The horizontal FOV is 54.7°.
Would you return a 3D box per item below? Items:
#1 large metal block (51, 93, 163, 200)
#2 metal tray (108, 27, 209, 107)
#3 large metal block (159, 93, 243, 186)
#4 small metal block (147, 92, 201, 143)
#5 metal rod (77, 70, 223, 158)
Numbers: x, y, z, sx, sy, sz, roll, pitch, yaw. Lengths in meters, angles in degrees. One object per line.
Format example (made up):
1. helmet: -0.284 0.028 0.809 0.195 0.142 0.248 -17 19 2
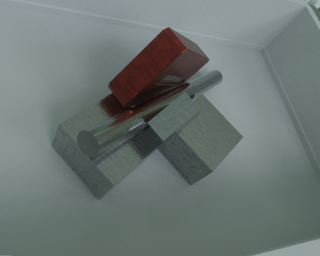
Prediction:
1. large metal block: -0.058 0.018 0.344 0.080 0.050 0.080 47 51 5
2. metal tray: 0.005 -0.068 0.373 0.030 0.090 0.131 52 19 7
3. large metal block: 0.048 0.014 0.407 0.080 0.050 0.080 47 51 5
4. small metal block: 0.016 -0.009 0.341 0.050 0.050 0.025 -40 83 -2
5. metal rod: 0.014 -0.034 0.386 0.025 0.025 0.302 49 36 6
